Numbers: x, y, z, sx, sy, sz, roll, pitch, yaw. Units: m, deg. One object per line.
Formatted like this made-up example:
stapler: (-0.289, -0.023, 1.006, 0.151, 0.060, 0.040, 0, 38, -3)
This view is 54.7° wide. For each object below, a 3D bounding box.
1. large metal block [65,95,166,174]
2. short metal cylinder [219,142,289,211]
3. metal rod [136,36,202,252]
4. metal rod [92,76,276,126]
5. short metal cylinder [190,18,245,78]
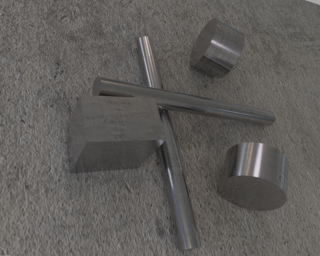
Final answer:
large metal block: (-0.052, 0.009, 0.335, 0.081, 0.080, 0.050, 0, 62, -29)
short metal cylinder: (0.120, 0.063, 0.394, 0.080, 0.080, 0.050, 30, 52, -10)
metal rod: (0.005, 0.001, 0.405, 0.025, 0.025, 0.299, 2, 61, -27)
metal rod: (0.055, -0.030, 0.426, 0.302, 0.025, 0.025, 7, 59, -34)
short metal cylinder: (0.090, -0.126, 0.493, 0.050, 0.080, 0.080, 22, 54, -15)
